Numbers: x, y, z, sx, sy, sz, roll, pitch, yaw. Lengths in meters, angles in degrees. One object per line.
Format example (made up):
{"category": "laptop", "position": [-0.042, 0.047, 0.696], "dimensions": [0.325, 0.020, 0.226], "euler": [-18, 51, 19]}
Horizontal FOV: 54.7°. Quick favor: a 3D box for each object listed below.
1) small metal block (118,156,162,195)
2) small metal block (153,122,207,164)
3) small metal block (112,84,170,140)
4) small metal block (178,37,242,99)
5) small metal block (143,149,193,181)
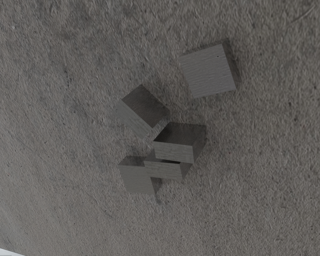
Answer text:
{"category": "small metal block", "position": [-0.029, 0.070, 0.466], "dimensions": [0.050, 0.025, 0.050], "euler": [0, 119, 28]}
{"category": "small metal block", "position": [0.026, 0.017, 0.387], "dimensions": [0.050, 0.050, 0.025], "euler": [6, 121, 25]}
{"category": "small metal block", "position": [-0.023, -0.021, 0.390], "dimensions": [0.050, 0.050, 0.025], "euler": [43, 129, -1]}
{"category": "small metal block", "position": [0.055, -0.064, 0.338], "dimensions": [0.050, 0.025, 0.050], "euler": [-10, 113, 32]}
{"category": "small metal block", "position": [0.014, 0.042, 0.409], "dimensions": [0.050, 0.050, 0.025], "euler": [2, 119, 27]}
